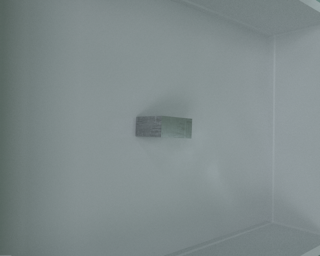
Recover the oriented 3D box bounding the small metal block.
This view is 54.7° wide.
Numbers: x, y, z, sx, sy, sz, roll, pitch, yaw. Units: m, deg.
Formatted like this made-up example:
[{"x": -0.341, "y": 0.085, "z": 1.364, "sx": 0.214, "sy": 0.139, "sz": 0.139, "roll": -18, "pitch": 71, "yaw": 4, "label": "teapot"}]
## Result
[{"x": 0.005, "y": -0.001, "z": 0.392, "sx": 0.050, "sy": 0.050, "sz": 0.025, "roll": 4, "pitch": 87, "yaw": -40, "label": "small metal block"}]
